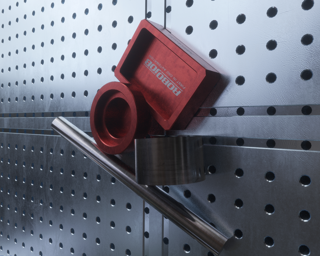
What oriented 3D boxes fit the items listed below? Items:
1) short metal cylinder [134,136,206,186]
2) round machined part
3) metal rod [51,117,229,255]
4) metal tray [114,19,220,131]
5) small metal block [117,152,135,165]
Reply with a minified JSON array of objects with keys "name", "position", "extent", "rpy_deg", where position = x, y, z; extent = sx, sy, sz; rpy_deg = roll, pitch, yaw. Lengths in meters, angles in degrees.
[{"name":"short metal cylinder","position":[0.011,0.036,0.361],"extent":[0.080,0.081,0.050],"rpy_deg":[-5,87,39]},{"name":"round machined part","position":[-0.050,-0.013,0.427],"extent":[0.098,0.042,0.097],"rpy_deg":[0,90,41]},{"name":"metal rod","position":[-0.043,0.064,0.416],"extent":[0.300,0.025,0.025],"rpy_deg":[32,110,26]},{"name":"metal tray","position":[0.003,-0.069,0.401],"extent":[0.130,0.030,0.089],"rpy_deg":[48,118,29]},{"name":"small metal block","position":[-0.066,0.038,0.461],"extent":[0.050,0.025,0.050],"rpy_deg":[35,111,34]}]
